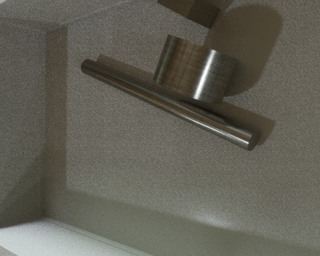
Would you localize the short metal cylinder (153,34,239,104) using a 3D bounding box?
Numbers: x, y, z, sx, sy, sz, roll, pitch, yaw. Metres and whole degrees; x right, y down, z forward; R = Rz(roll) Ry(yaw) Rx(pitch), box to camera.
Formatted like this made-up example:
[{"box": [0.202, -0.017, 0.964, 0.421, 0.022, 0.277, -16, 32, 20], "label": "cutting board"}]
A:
[{"box": [0.038, -0.064, 0.338, 0.080, 0.081, 0.050, 31, 109, 35], "label": "short metal cylinder"}]

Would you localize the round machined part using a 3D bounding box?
[{"box": [-0.285, 0.250, 0.629, 0.098, 0.042, 0.097, 0, 90, 39], "label": "round machined part"}]

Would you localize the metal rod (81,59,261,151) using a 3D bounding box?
[{"box": [-0.009, -0.043, 0.412, 0.300, 0.025, 0.025, 27, 107, 36], "label": "metal rod"}]

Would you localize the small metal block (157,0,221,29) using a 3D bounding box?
[{"box": [0.034, -0.143, 0.361, 0.050, 0.050, 0.025, 41, 115, 32], "label": "small metal block"}]
